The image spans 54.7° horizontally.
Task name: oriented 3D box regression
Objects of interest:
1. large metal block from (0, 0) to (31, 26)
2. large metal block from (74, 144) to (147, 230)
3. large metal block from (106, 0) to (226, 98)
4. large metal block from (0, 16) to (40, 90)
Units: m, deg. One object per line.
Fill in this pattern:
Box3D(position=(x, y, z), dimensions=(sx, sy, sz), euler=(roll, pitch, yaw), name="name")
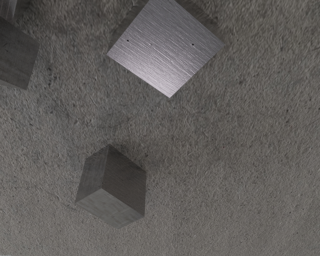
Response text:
Box3D(position=(-0.151, -0.149, 0.262), dimensions=(0.080, 0.050, 0.080), euler=(21, 127, -18), name="large metal block")
Box3D(position=(-0.066, 0.084, 0.441), dimensions=(0.050, 0.080, 0.080), euler=(-32, 123, 24), name="large metal block")
Box3D(position=(0.005, -0.091, 0.313), dimensions=(0.080, 0.050, 0.080), euler=(32, 123, -25), name="large metal block")
Box3D(position=(-0.175, -0.076, 0.284), dimensions=(0.080, 0.050, 0.080), euler=(12, 174, 13), name="large metal block")
